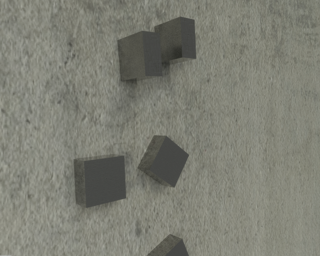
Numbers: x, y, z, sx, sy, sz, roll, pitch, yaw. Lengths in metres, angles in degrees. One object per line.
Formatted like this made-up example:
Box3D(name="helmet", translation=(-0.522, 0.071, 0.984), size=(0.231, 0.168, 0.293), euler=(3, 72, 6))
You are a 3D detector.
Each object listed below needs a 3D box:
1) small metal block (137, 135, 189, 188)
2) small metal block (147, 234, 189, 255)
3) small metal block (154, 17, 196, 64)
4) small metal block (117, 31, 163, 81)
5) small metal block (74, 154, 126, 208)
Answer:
Box3D(name="small metal block", translation=(0.005, 0.044, 0.412), size=(0.050, 0.025, 0.050), euler=(41, 65, -33))
Box3D(name="small metal block", translation=(0.013, 0.182, 0.418), size=(0.050, 0.025, 0.050), euler=(-32, 110, -36))
Box3D(name="small metal block", translation=(0.020, -0.113, 0.407), size=(0.025, 0.050, 0.050), euler=(-5, 94, -40))
Box3D(name="small metal block", translation=(-0.024, -0.084, 0.369), size=(0.025, 0.050, 0.050), euler=(-7, 95, -40))
Box3D(name="small metal block", translation=(-0.067, 0.058, 0.350), size=(0.050, 0.025, 0.050), euler=(-4, 93, -40))
